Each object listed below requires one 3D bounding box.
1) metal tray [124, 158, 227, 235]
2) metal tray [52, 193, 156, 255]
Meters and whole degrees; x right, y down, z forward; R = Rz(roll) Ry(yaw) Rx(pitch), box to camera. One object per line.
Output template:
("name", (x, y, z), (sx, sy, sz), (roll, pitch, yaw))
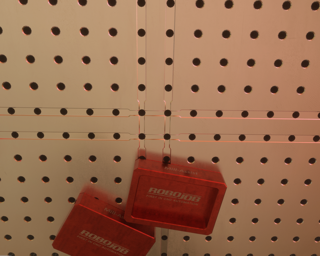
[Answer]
("metal tray", (0.020, 0.101, 0.448), (0.131, 0.030, 0.089), (11, 110, -5))
("metal tray", (-0.083, 0.165, 0.471), (0.131, 0.030, 0.090), (28, 107, -11))
